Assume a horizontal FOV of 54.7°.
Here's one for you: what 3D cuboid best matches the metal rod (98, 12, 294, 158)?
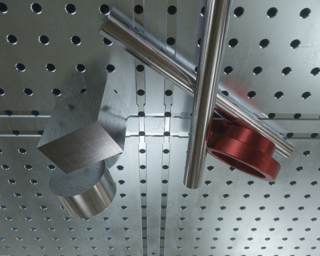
[{"bbox_3d":[0.061,-0.038,0.379,0.301,0.025,0.025,31,123,-24],"label":"metal rod"}]

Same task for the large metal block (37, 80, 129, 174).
[{"bbox_3d":[-0.088,-0.002,0.373,0.080,0.080,0.050,-22,127,17],"label":"large metal block"}]

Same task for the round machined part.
[{"bbox_3d":[0.110,0.029,0.404,0.098,0.098,0.042,31,82,-24],"label":"round machined part"}]

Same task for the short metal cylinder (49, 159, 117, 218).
[{"bbox_3d":[-0.109,0.080,0.443,0.080,0.080,0.050,-10,130,8],"label":"short metal cylinder"}]

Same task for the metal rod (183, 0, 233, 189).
[{"bbox_3d":[0.052,-0.053,0.338,0.025,0.025,0.298,2,122,-3],"label":"metal rod"}]
